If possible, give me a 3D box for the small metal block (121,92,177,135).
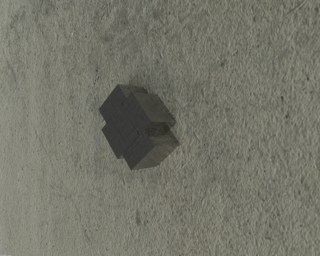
[{"bbox_3d":[-0.014,-0.018,0.399,0.025,0.050,0.050,-48,62,29],"label":"small metal block"}]

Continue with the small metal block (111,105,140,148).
[{"bbox_3d":[-0.029,-0.003,0.411,0.025,0.050,0.050,-47,62,30],"label":"small metal block"}]

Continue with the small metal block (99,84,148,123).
[{"bbox_3d":[-0.047,-0.032,0.426,0.050,0.050,0.025,-46,63,30],"label":"small metal block"}]

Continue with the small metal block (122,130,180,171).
[{"bbox_3d":[-0.011,0.027,0.397,0.050,0.050,0.025,-46,63,30],"label":"small metal block"}]

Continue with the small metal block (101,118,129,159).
[{"bbox_3d":[-0.044,0.013,0.423,0.025,0.050,0.050,-47,62,30],"label":"small metal block"}]
